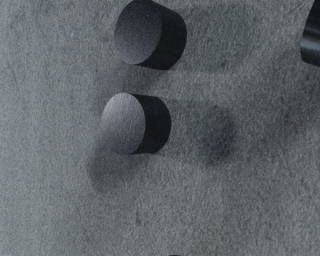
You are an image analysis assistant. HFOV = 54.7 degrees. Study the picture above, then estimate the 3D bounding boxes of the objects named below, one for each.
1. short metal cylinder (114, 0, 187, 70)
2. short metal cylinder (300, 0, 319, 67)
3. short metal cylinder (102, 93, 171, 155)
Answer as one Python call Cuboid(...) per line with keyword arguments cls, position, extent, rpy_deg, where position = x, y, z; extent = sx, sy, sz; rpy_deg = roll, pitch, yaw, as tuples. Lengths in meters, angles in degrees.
Cuboid(cls="short metal cylinder", position=(-0.013, -0.118, 0.397), extent=(0.080, 0.050, 0.079), rpy_deg=(0, 90, 39))
Cuboid(cls="short metal cylinder", position=(0.155, -0.082, 0.241), extent=(0.050, 0.081, 0.079), rpy_deg=(32, 110, 35))
Cuboid(cls="short metal cylinder", position=(-0.032, -0.005, 0.413), extent=(0.080, 0.050, 0.079), rpy_deg=(0, 90, 39))
